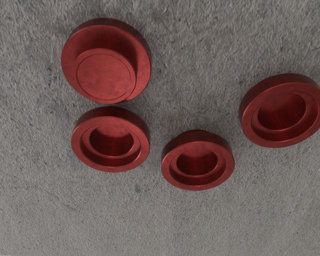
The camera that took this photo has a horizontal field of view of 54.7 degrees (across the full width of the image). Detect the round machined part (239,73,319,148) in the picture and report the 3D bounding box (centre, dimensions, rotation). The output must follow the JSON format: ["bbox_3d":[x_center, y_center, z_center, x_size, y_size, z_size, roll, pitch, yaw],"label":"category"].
[{"bbox_3d":[0.145,-0.025,0.376,0.099,0.042,0.097,0,130,0],"label":"round machined part"}]

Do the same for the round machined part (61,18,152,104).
[{"bbox_3d":[-0.059,-0.065,0.340,0.099,0.042,0.097,0,130,0],"label":"round machined part"}]

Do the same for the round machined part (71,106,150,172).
[{"bbox_3d":[-0.062,0.010,0.404,0.099,0.042,0.097,0,130,0],"label":"round machined part"}]

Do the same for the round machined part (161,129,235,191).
[{"bbox_3d":[0.051,0.041,0.431,0.099,0.042,0.097,0,130,0],"label":"round machined part"}]
